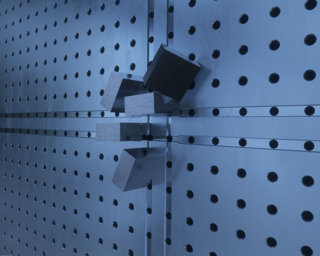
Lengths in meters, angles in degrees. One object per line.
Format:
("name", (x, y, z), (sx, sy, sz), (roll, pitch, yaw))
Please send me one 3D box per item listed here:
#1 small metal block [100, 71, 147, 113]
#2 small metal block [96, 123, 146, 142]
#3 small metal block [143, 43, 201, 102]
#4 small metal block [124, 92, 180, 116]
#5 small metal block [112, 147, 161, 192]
("small metal block", (-0.050, -0.049, 0.435), (0.025, 0.050, 0.050), (37, 113, 34))
("small metal block", (-0.055, 0.006, 0.440), (0.050, 0.050, 0.025), (-1, 89, 40))
("small metal block", (0.014, -0.067, 0.379), (0.050, 0.050, 0.025), (-59, 22, 23))
("small metal block", (-0.010, -0.029, 0.402), (0.050, 0.050, 0.025), (-3, 88, 40))
("small metal block", (-0.032, 0.055, 0.420), (0.025, 0.050, 0.050), (33, 110, 35))
